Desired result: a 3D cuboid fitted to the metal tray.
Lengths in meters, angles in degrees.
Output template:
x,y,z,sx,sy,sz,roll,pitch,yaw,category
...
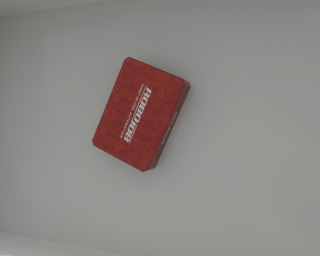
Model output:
x,y,z,sx,sy,sz,roll,pitch,yaw,category
-0.027,-0.018,0.416,0.090,0.030,0.129,26,98,17,metal tray
